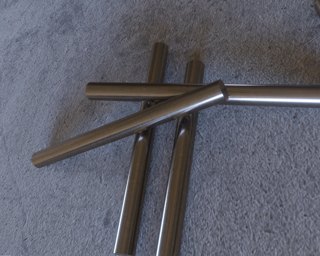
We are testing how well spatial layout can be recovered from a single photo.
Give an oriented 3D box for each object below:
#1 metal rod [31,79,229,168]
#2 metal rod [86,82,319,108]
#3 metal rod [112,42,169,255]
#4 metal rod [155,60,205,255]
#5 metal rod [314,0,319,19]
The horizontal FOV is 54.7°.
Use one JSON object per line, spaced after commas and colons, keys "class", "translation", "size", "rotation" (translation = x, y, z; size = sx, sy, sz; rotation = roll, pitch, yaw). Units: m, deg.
{"class": "metal rod", "translation": [-0.057, 0.004, 0.402], "size": [0.300, 0.025, 0.025], "rotation": [-20, 54, 26]}
{"class": "metal rod", "translation": [0.048, -0.041, 0.373], "size": [0.301, 0.025, 0.025], "rotation": [4, 63, 19]}
{"class": "metal rod", "translation": [-0.019, 0.008, 0.407], "size": [0.025, 0.025, 0.299], "rotation": [-5, 59, 25]}
{"class": "metal rod", "translation": [0.024, 0.045, 0.362], "size": [0.025, 0.025, 0.299], "rotation": [-3, 60, 26]}
{"class": "metal rod", "translation": [0.216, -0.032, 0.310], "size": [0.025, 0.025, 0.299], "rotation": [-16, 55, 19]}
